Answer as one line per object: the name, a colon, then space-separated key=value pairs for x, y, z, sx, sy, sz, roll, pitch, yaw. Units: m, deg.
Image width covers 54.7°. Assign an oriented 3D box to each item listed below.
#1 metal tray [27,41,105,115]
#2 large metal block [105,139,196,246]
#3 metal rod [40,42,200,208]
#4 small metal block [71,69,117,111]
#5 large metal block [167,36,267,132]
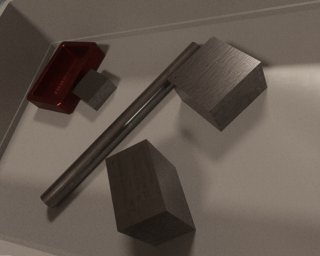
metal tray: x=-0.164 y=-0.091 z=0.541 sx=0.090 sy=0.030 sz=0.130 roll=12 pitch=67 yaw=32
large metal block: x=-0.010 y=0.071 z=0.331 sx=0.050 sy=0.080 sz=0.080 roll=-27 pitch=53 yaw=12
metal rod: x=-0.049 y=-0.007 z=0.434 sx=0.300 sy=0.025 sz=0.025 roll=-46 pitch=51 yaw=-5
small metal block: x=-0.106 y=-0.062 z=0.497 sx=0.050 sy=0.025 sz=0.050 roll=32 pitch=79 yaw=37
large metal block: x=0.071 y=-0.056 z=0.386 sx=0.080 sy=0.050 sz=0.080 roll=-44 pitch=51 yaw=-2
